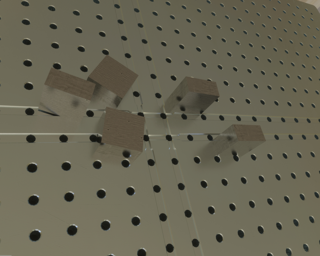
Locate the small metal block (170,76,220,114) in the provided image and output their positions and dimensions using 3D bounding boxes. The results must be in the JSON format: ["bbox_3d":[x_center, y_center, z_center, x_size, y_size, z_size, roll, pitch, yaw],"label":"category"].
[{"bbox_3d":[0.049,-0.046,0.449,0.050,0.050,0.025,6,59,-26],"label":"small metal block"}]

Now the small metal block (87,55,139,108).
[{"bbox_3d":[-0.064,-0.062,0.413,0.050,0.025,0.050,33,51,-7],"label":"small metal block"}]

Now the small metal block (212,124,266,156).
[{"bbox_3d":[0.112,0.018,0.444,0.050,0.050,0.025,2,61,-28],"label":"small metal block"}]

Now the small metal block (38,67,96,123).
[{"bbox_3d":[-0.108,-0.036,0.357,0.050,0.050,0.025,19,54,-18],"label":"small metal block"}]

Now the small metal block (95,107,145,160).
[{"bbox_3d":[-0.048,0.007,0.379,0.050,0.025,0.050,15,56,-20],"label":"small metal block"}]
